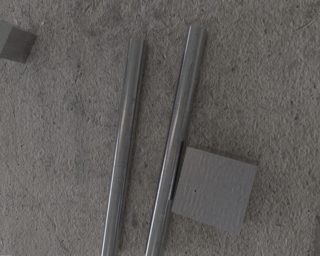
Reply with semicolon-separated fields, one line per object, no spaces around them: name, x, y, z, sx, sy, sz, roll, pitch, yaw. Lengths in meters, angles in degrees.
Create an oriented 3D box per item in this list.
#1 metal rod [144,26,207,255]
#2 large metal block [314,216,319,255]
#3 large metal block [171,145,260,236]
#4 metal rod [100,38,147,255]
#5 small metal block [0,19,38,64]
metal rod;0.019;0.021;0.402;0.025;0.025;0.298;12;94;19
large metal block;0.208;0.144;0.322;0.080;0.050;0.079;3;91;20
large metal block;0.068;0.070;0.372;0.080;0.050;0.080;15;95;19
metal rod;-0.050;0.029;0.426;0.025;0.025;0.298;9;93;19
small metal block;-0.225;-0.131;0.475;0.025;0.050;0.050;32;101;17
